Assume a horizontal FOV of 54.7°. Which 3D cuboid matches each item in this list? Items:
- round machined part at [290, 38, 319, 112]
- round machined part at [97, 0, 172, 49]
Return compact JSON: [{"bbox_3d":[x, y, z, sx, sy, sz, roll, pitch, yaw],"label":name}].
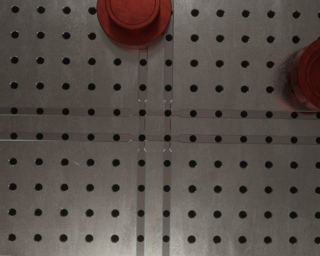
[{"bbox_3d":[0.220,-0.068,0.408,0.099,0.042,0.097,0,90,-1],"label":"round machined part"},{"bbox_3d":[-0.034,-0.156,0.404,0.099,0.042,0.097,0,90,-1],"label":"round machined part"}]
